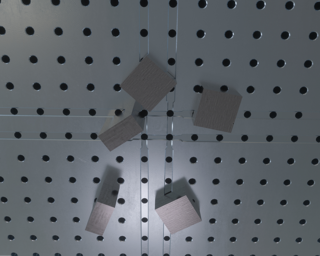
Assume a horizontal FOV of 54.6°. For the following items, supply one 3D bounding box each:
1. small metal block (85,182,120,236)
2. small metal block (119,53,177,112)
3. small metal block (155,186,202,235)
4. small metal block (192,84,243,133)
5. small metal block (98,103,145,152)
[{"bbox_3d":[-0.081,0.114,0.442,0.025,0.050,0.050,22,109,-8],"label":"small metal block"},{"bbox_3d":[-0.014,-0.057,0.392,0.050,0.025,0.050,41,105,-14],"label":"small metal block"},{"bbox_3d":[0.027,0.122,0.458,0.050,0.025,0.050,-27,108,9],"label":"small metal block"},{"bbox_3d":[0.073,-0.026,0.404,0.050,0.025,0.050,11,110,-4],"label":"small metal block"},{"bbox_3d":[-0.048,-0.002,0.399,0.050,0.050,0.025,-32,107,11],"label":"small metal block"}]
